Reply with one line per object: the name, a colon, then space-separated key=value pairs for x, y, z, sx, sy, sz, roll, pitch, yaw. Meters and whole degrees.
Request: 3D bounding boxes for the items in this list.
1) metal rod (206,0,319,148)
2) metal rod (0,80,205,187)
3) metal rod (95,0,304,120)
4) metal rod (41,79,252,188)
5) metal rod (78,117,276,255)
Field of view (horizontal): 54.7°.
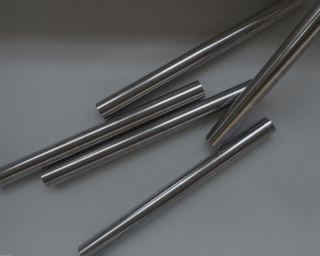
metal rod: x=0.150 y=-0.090 z=0.347 sx=0.025 sy=0.025 sz=0.298 roll=36 pitch=117 yaw=0
metal rod: x=-0.083 y=0.009 z=0.410 sx=0.301 sy=0.025 sz=0.025 roll=-24 pitch=90 yaw=0
metal rod: x=0.052 y=-0.096 z=0.411 sx=0.301 sy=0.025 sz=0.025 roll=-29 pitch=90 yaw=0
metal rod: x=-0.013 y=0.007 z=0.411 sx=0.301 sy=0.025 sz=0.025 roll=-24 pitch=90 yaw=0
metal rod: x=0.023 y=0.081 z=0.411 sx=0.301 sy=0.025 sz=0.025 roll=-35 pitch=90 yaw=0
